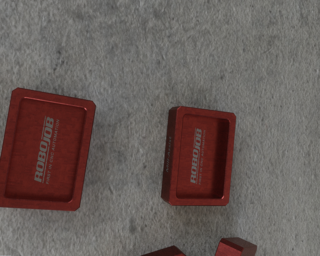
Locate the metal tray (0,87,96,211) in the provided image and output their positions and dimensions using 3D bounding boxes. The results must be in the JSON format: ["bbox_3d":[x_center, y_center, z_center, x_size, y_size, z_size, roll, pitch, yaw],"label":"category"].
[{"bbox_3d":[-0.131,0.026,0.358,0.091,0.030,0.129,9,87,-20],"label":"metal tray"}]

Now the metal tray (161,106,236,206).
[{"bbox_3d":[0.054,0.039,0.427,0.091,0.030,0.129,6,88,-20],"label":"metal tray"}]

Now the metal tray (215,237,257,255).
[{"bbox_3d":[0.087,0.215,0.414,0.090,0.030,0.130,32,77,-57],"label":"metal tray"}]

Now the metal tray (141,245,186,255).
[{"bbox_3d":[-0.004,0.233,0.406,0.091,0.030,0.129,-9,93,-20],"label":"metal tray"}]
